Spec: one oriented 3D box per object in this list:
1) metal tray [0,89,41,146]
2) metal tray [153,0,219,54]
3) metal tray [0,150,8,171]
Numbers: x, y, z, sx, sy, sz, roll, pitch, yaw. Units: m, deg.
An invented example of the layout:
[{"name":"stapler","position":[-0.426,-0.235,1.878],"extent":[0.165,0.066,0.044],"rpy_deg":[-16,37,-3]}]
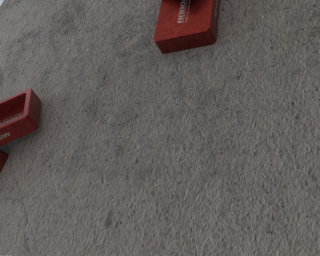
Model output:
[{"name":"metal tray","position":[-0.269,-0.009,0.521],"extent":[0.131,0.030,0.090],"rpy_deg":[-24,40,1]},{"name":"metal tray","position":[0.045,-0.183,0.489],"extent":[0.090,0.030,0.130],"rpy_deg":[-4,60,26]},{"name":"metal tray","position":[-0.331,0.072,0.529],"extent":[0.130,0.030,0.090],"rpy_deg":[5,64,30]}]
